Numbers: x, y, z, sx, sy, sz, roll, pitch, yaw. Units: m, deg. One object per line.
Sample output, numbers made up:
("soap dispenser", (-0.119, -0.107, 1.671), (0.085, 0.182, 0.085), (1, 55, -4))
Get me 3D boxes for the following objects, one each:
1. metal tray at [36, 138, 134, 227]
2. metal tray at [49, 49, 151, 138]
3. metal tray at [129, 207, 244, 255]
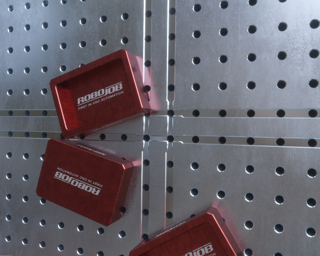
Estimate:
("metal tray", (-0.111, 0.074, 0.450), (0.130, 0.030, 0.090), (17, 96, 19))
("metal tray", (-0.087, -0.046, 0.441), (0.130, 0.030, 0.090), (-18, 84, 19))
("metal tray", (0.035, 0.171, 0.397), (0.130, 0.030, 0.090), (-33, 80, 17))
